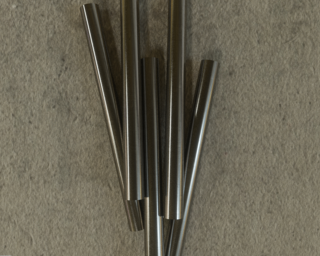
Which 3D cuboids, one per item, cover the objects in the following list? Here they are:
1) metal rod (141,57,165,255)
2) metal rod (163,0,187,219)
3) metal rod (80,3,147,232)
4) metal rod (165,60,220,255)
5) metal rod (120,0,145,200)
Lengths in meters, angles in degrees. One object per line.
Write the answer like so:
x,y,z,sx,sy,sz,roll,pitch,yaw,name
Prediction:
-0.009,0.058,0.399,0.025,0.025,0.298,-2,86,-1,metal rod
0.020,-0.037,0.398,0.025,0.025,0.298,2,85,-1,metal rod
-0.060,-0.014,0.409,0.025,0.025,0.298,-13,90,0,metal rod
0.038,0.059,0.410,0.025,0.025,0.298,11,90,-1,metal rod
-0.036,-0.061,0.396,0.025,0.025,0.298,-2,85,-1,metal rod
